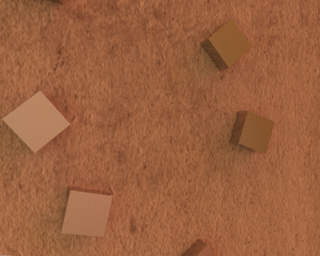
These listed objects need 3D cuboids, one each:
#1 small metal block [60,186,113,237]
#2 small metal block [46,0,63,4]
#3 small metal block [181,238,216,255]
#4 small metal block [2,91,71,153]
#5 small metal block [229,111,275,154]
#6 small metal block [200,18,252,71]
[{"bbox_3d":[-0.090,0.101,0.377,0.050,0.025,0.050,13,86,-20],"label":"small metal block"},{"bbox_3d":[-0.135,-0.179,0.359,0.050,0.025,0.050,8,87,-20],"label":"small metal block"},{"bbox_3d":[0.056,0.194,0.431,0.050,0.025,0.050,-38,103,-16],"label":"small metal block"},{"bbox_3d":[-0.141,-0.007,0.357,0.050,0.025,0.050,-42,104,-15],"label":"small metal block"},{"bbox_3d":[0.137,0.006,0.461,0.050,0.025,0.050,20,83,-19],"label":"small metal block"},{"bbox_3d":[0.095,-0.119,0.445,0.050,0.025,0.050,-43,104,-15],"label":"small metal block"}]
